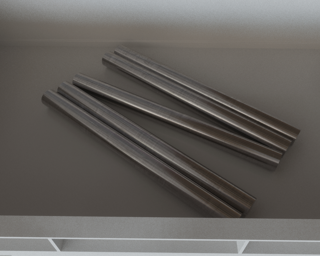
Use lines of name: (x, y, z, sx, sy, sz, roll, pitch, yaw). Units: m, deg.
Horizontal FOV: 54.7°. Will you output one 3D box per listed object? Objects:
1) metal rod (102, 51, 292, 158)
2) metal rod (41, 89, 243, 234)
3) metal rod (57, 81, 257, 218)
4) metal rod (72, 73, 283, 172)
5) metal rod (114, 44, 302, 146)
metal rod: (0.036, -0.042, 0.439, 0.300, 0.025, 0.025, 30, 56, 22)
metal rod: (-0.039, 0.028, 0.380, 0.300, 0.025, 0.025, 31, 57, 23)
metal rod: (-0.021, 0.015, 0.391, 0.300, 0.025, 0.025, 31, 57, 23)
metal rod: (0.010, -0.015, 0.416, 0.301, 0.025, 0.025, 23, 54, 18)
metal rod: (0.054, -0.057, 0.451, 0.300, 0.025, 0.025, 30, 56, 22)
